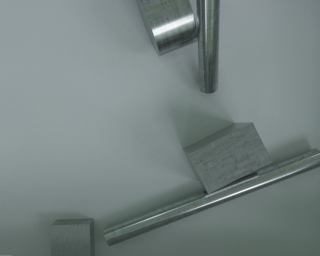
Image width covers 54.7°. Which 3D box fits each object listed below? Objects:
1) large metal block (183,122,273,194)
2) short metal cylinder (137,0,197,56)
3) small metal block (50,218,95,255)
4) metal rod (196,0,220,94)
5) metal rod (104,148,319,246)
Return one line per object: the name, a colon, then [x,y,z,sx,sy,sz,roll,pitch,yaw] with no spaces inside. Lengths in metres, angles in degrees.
large metal block: [0.078,0.033,0.385,0.080,0.080,0.050,-27,90,0]
short metal cylinder: [0.008,-0.136,0.384,0.050,0.080,0.080,-22,90,0]
small metal block: [-0.115,0.149,0.410,0.050,0.025,0.050,-2,90,-1]
metal rod: [0.048,-0.159,0.311,0.025,0.025,0.298,-10,135,0]
metal rod: [0.071,0.092,0.412,0.301,0.025,0.025,-21,90,-1]
